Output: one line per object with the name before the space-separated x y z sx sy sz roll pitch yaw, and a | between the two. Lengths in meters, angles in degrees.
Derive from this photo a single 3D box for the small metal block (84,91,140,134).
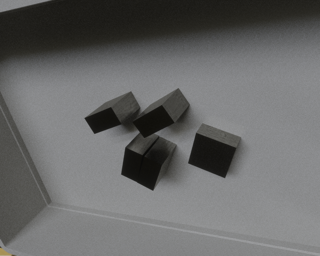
small metal block | -0.062 -0.021 0.411 0.050 0.050 0.025 -18 109 35

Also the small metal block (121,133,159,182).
small metal block | -0.027 0.037 0.429 0.025 0.050 0.050 23 127 14

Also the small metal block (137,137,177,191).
small metal block | -0.004 0.048 0.423 0.025 0.050 0.050 26 127 12

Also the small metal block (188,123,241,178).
small metal block | 0.068 0.028 0.390 0.050 0.025 0.050 21 126 15

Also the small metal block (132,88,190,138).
small metal block | 0.002 -0.018 0.379 0.050 0.050 0.025 -27 104 37
